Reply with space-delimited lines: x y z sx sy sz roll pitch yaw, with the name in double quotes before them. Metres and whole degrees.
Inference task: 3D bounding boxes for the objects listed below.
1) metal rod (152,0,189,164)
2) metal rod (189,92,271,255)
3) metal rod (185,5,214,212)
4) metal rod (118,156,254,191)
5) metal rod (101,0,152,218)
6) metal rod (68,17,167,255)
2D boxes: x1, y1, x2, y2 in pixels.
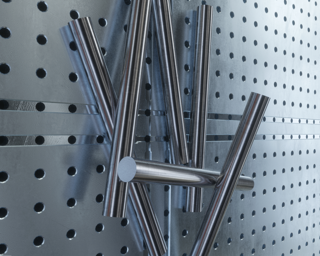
"metal rod" 0.009 -0.099 0.415 0.025 0.025 0.298 -13 98 -39
"metal rod" 0.081 0.097 0.416 0.025 0.025 0.298 12 100 -39
"metal rod" 0.058 -0.030 0.455 0.025 0.025 0.299 6 86 -40
"metal rod" 0.059 0.068 0.418 0.301 0.025 0.025 17 79 -51
"metal rod" -0.033 -0.054 0.352 0.025 0.025 0.299 16 74 -39
"metal rod" -0.045 0.023 0.370 0.025 0.025 0.299 -28 107 -37
